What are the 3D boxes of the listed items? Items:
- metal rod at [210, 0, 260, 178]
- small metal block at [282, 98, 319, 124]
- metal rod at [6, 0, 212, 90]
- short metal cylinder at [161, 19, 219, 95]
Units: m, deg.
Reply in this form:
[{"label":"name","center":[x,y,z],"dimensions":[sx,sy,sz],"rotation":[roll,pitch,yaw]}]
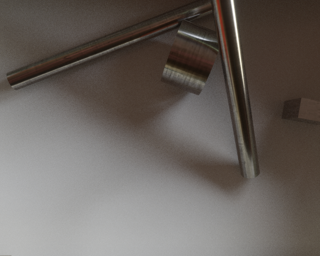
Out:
[{"label":"metal rod","center":[0.083,-0.069,0.350],"dimensions":[0.025,0.025,0.298],"rotation":[-17,116,0]},{"label":"small metal block","center":[0.195,-0.021,0.402],"dimensions":[0.050,0.050,0.025],"rotation":[10,90,-1]},{"label":"metal rod","center":[-0.054,-0.116,0.410],"dimensions":[0.301,0.025,0.025],"rotation":[-21,90,-1]},{"label":"short metal cylinder","center":[0.039,-0.087,0.384],"dimensions":[0.050,0.080,0.080],"rotation":[21,90,-1]}]
